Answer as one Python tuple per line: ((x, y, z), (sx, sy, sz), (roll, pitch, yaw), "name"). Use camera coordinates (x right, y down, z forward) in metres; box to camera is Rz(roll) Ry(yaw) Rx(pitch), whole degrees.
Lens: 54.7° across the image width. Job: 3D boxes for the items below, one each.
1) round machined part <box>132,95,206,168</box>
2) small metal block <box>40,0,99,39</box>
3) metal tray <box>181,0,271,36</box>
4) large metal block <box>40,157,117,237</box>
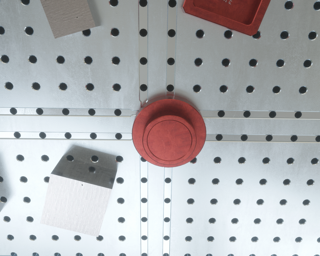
((0.012, 0.009, 0.408), (0.099, 0.042, 0.097), (0, 110, 0), "round machined part")
((-0.105, -0.137, 0.362), (0.050, 0.025, 0.050), (-15, 110, 5), "small metal block")
((0.087, -0.180, 0.344), (0.091, 0.030, 0.129), (17, 109, -7), "metal tray")
((-0.112, 0.096, 0.434), (0.080, 0.050, 0.079), (16, 109, -6), "large metal block")
